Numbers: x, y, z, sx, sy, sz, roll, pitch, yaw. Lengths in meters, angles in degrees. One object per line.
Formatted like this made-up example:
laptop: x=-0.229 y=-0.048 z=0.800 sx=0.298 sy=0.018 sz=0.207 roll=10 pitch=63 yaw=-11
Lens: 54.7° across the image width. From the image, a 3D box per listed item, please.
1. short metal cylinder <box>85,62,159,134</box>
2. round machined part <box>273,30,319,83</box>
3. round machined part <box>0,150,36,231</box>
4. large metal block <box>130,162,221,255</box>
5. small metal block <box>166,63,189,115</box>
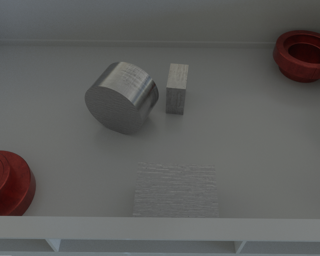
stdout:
short metal cylinder: x=-0.049 y=-0.038 z=0.401 sx=0.080 sy=0.080 sz=0.050 roll=19 pitch=53 yaw=15
round machined part: x=0.228 y=-0.109 z=0.489 sx=0.099 sy=0.042 sz=0.098 roll=0 pitch=50 yaw=0
round machined part: x=-0.193 y=0.063 z=0.338 sx=0.099 sy=0.042 sz=0.098 roll=0 pitch=50 yaw=0
large metal block: x=0.016 y=0.083 z=0.319 sx=0.081 sy=0.050 sz=0.080 roll=2 pitch=50 yaw=1
small metal block: x=0.024 y=-0.054 z=0.435 sx=0.025 sy=0.050 sz=0.050 roll=6 pitch=50 yaw=5
